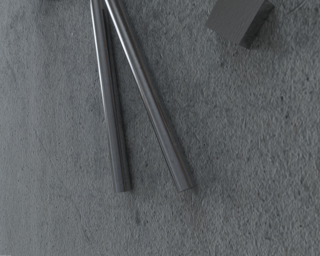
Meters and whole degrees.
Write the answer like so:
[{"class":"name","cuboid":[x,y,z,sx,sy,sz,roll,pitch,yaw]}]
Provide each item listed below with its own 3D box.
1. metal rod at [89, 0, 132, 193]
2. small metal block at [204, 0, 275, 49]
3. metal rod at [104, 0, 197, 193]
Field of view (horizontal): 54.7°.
[{"class":"metal rod","cuboid":[-0.075,-0.055,0.464,0.025,0.025,0.298,-14,81,39]},{"class":"small metal block","cuboid":[0.084,-0.121,0.334,0.050,0.025,0.050,42,115,31]},{"class":"metal rod","cuboid":[-0.019,-0.059,0.418,0.025,0.025,0.299,-33,70,35]}]
